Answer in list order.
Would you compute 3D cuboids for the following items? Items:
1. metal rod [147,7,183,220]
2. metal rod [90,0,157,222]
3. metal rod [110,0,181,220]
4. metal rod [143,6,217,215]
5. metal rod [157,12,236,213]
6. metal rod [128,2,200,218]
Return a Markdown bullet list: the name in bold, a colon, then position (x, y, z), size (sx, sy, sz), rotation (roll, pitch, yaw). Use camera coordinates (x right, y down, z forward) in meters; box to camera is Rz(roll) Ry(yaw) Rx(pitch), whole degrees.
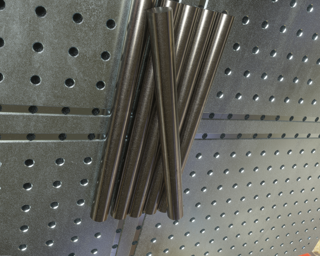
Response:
- **metal rod**: position (0.012, 0.007, 0.388), size (0.025, 0.025, 0.298), rotation (-18, 126, -18)
- **metal rod**: position (-0.051, -0.007, 0.378), size (0.025, 0.025, 0.298), rotation (1, 118, -29)
- **metal rod**: position (-0.025, -0.005, 0.392), size (0.025, 0.025, 0.298), rotation (1, 118, -29)
- **metal rod**: position (0.018, -0.006, 0.418), size (0.025, 0.025, 0.298), rotation (1, 118, -29)
- **metal rod**: position (0.041, -0.005, 0.430), size (0.025, 0.025, 0.298), rotation (1, 118, -29)
- **metal rod**: position (-0.004, -0.005, 0.404), size (0.025, 0.025, 0.298), rotation (1, 118, -29)
